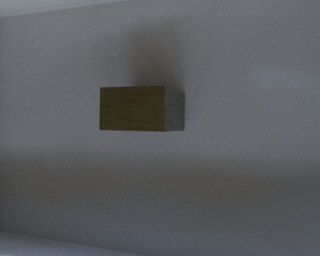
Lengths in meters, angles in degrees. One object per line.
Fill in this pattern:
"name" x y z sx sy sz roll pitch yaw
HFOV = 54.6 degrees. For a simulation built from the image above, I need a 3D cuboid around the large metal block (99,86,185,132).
"large metal block" -0.019 -0.022 0.386 0.080 0.080 0.050 1 91 20
